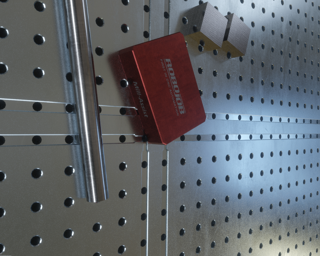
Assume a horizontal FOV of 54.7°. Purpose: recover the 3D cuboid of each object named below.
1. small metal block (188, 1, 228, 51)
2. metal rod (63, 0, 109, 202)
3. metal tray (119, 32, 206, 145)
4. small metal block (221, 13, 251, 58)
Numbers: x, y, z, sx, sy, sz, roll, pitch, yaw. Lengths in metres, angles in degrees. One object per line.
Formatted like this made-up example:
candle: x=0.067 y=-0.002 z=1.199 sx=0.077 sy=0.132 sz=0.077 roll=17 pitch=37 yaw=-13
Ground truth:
small metal block: x=0.074 y=-0.154 z=0.473 sx=0.050 sy=0.025 sz=0.050 roll=25 pitch=75 yaw=-38
metal rod: x=-0.085 y=-0.068 z=0.339 sx=0.025 sy=0.025 sz=0.298 roll=-10 pitch=96 yaw=-40
metal tray: x=0.008 y=-0.053 z=0.415 sx=0.091 sy=0.030 sz=0.129 roll=-29 pitch=108 yaw=-36
small metal block: x=0.122 y=-0.152 z=0.514 sx=0.050 sy=0.025 sz=0.050 roll=25 pitch=74 yaw=-38
